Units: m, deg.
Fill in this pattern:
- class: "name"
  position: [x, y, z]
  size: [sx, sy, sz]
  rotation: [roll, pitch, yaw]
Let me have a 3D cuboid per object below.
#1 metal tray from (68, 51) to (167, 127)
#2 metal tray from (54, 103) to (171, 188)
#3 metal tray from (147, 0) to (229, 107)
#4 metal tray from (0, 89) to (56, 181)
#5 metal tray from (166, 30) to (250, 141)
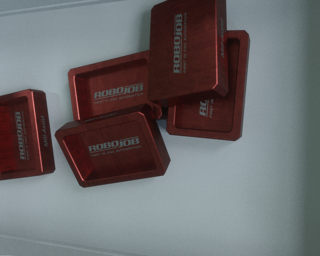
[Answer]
- class: "metal tray"
  position: [-0.059, -0.047, 0.427]
  size: [0.130, 0.030, 0.089]
  rotation: [-9, 87, 19]
- class: "metal tray"
  position: [-0.062, 0.026, 0.408]
  size: [0.130, 0.030, 0.090]
  rotation: [-12, 111, 20]
- class: "metal tray"
  position: [0.032, -0.095, 0.368]
  size: [0.090, 0.030, 0.129]
  rotation: [-8, 73, 33]
- class: "metal tray"
  position: [-0.217, 0.012, 0.482]
  size: [0.090, 0.030, 0.129]
  rotation: [-9, 87, 19]
- class: "metal tray"
  position: [0.060, -0.052, 0.386]
  size: [0.090, 0.030, 0.129]
  rotation: [5, 92, 19]
